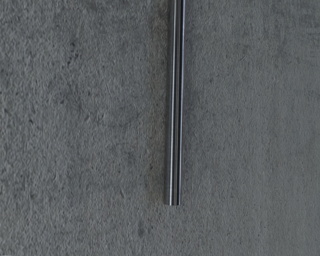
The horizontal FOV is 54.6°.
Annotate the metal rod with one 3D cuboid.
[{"bbox_3d":[0.021,-0.048,0.420,0.025,0.025,0.298,2,89,-40],"label":"metal rod"}]
